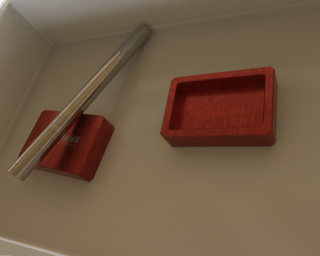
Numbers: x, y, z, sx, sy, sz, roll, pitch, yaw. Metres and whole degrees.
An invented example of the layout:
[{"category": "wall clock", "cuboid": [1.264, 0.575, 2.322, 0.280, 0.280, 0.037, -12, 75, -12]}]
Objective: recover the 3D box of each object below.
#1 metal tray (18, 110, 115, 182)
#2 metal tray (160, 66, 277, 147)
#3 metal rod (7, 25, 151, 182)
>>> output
[{"category": "metal tray", "cuboid": [-0.141, 0.023, 0.460, 0.130, 0.030, 0.090, 6, 65, 30]}, {"category": "metal tray", "cuboid": [0.072, -0.024, 0.378, 0.130, 0.030, 0.090, -2, 61, 26]}, {"category": "metal rod", "cuboid": [-0.106, -0.050, 0.457, 0.025, 0.025, 0.301, 18, 60, 34]}]
